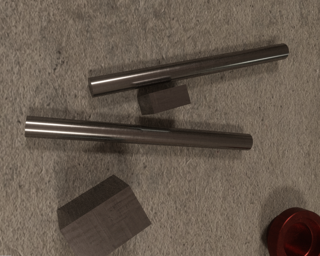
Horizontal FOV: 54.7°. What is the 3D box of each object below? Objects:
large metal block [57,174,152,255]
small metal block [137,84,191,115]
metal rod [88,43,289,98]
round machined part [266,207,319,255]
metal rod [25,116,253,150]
[{"bbox_3d":[-0.067,0.102,0.356,0.080,0.080,0.050,-31,101,-18],"label":"large metal block"},{"bbox_3d":[0.004,-0.036,0.398,0.050,0.050,0.025,-17,96,-20],"label":"small metal block"},{"bbox_3d":[0.053,-0.084,0.429,0.302,0.025,0.025,-14,95,-20],"label":"metal rod"},{"bbox_3d":[0.206,0.171,0.478,0.099,0.042,0.097,0,90,-21],"label":"round machined part"},{"bbox_3d":[-0.011,0.010,0.405,0.302,0.025,0.025,5,89,-20],"label":"metal rod"}]
